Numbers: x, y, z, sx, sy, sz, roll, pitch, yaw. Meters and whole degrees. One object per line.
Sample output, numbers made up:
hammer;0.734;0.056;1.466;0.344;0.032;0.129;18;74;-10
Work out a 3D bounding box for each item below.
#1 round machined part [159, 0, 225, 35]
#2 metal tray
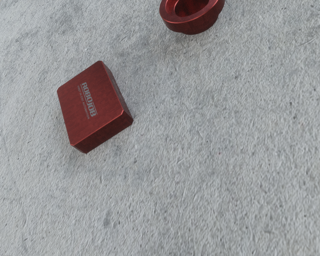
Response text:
round machined part;0.052;-0.183;0.477;0.098;0.042;0.098;-13;56;20
metal tray;-0.103;-0.036;0.475;0.090;0.030;0.130;-33;52;6
